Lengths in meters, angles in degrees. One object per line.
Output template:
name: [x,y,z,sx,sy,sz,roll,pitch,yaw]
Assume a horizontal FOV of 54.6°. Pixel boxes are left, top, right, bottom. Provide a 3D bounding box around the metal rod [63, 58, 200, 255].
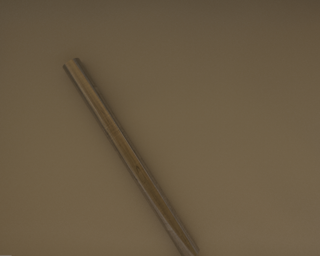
metal rod: [-0.038,0.041,0.411,0.025,0.025,0.299,-32,90,0]
